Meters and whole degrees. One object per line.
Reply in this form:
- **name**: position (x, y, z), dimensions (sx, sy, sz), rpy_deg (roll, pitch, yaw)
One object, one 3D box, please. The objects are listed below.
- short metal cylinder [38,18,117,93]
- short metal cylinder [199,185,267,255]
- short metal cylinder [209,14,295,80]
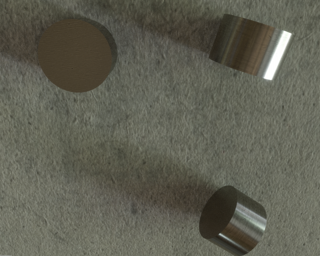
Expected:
- **short metal cylinder**: position (-0.093, -0.086, 0.363), dimensions (0.081, 0.050, 0.079), rpy_deg (0, 110, -1)
- **short metal cylinder**: position (0.099, 0.127, 0.429), dimensions (0.050, 0.080, 0.080), rpy_deg (34, 106, -12)
- **short metal cylinder**: position (0.101, -0.091, 0.348), dimensions (0.080, 0.080, 0.050), rpy_deg (16, 109, -6)
